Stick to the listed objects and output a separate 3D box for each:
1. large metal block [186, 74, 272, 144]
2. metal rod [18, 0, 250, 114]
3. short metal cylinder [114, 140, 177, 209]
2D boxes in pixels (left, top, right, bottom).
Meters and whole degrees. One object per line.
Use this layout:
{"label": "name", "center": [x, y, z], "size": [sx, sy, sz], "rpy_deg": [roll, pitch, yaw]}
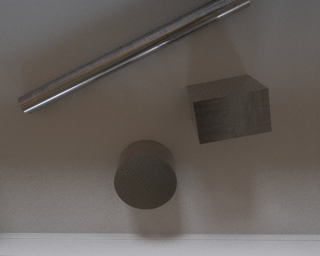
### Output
{"label": "large metal block", "center": [0.079, -0.026, 0.374], "size": [0.080, 0.080, 0.050], "rpy_deg": [-10, 110, 3]}
{"label": "metal rod", "center": [-0.038, -0.090, 0.377], "size": [0.301, 0.025, 0.025], "rpy_deg": [-24, 109, 8]}
{"label": "short metal cylinder", "center": [-0.019, 0.062, 0.421], "size": [0.081, 0.050, 0.079], "rpy_deg": [0, 110, -1]}
